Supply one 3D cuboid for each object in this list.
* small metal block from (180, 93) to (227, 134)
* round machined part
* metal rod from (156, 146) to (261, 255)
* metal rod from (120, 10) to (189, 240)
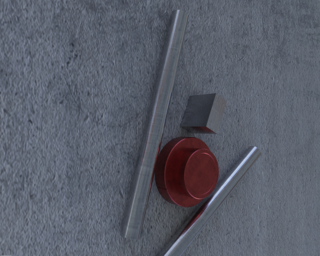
[{"bbox_3d":[0.061,-0.020,0.439,0.025,0.050,0.050,30,71,-36],"label":"small metal block"},{"bbox_3d":[0.044,0.061,0.431,0.099,0.042,0.097,0,90,-40],"label":"round machined part"},{"bbox_3d":[0.068,0.123,0.461,0.302,0.025,0.025,-40,115,-33],"label":"metal rod"},{"bbox_3d":[-0.004,-0.012,0.400,0.025,0.025,0.299,21,77,-38],"label":"metal rod"}]
